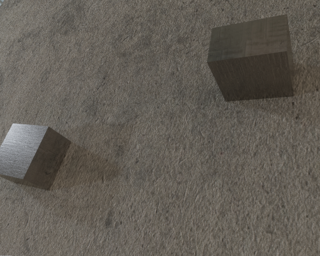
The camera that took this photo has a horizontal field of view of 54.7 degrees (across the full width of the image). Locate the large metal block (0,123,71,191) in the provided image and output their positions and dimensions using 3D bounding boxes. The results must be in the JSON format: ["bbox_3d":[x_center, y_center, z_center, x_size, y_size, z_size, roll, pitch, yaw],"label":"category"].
[{"bbox_3d":[-0.194,0.042,0.464,0.080,0.050,0.080,4,64,30],"label":"large metal block"}]

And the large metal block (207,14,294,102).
[{"bbox_3d":[0.108,-0.076,0.358,0.080,0.080,0.050,-3,61,27],"label":"large metal block"}]
